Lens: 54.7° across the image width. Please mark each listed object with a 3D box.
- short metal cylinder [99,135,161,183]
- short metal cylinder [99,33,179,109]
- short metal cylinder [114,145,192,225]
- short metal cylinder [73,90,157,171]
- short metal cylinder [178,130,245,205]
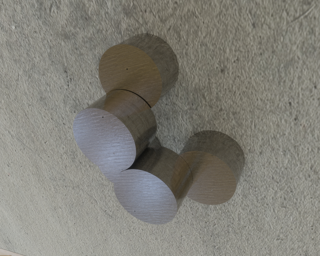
[{"bbox_3d":[-0.043,0.039,0.439,0.080,0.050,0.079,13,124,21],"label":"short metal cylinder"},{"bbox_3d":[-0.024,-0.066,0.365,0.080,0.050,0.079,13,124,21],"label":"short metal cylinder"},{"bbox_3d":[-0.007,0.068,0.372,0.080,0.050,0.079,13,124,20],"label":"short metal cylinder"},{"bbox_3d":[-0.051,0.003,0.355,0.080,0.050,0.079,13,124,21],"label":"short metal cylinder"},{"bbox_3d":[0.061,0.049,0.390,0.080,0.050,0.079,13,124,21],"label":"short metal cylinder"}]
